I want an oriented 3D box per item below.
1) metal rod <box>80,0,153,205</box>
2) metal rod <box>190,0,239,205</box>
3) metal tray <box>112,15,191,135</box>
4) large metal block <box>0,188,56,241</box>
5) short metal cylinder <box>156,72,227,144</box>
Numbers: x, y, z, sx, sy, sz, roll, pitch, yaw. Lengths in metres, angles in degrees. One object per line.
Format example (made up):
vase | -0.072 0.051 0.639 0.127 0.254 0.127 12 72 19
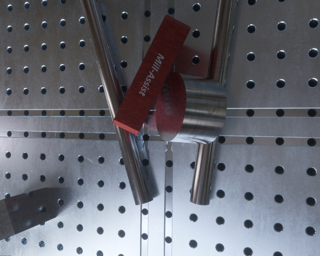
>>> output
metal rod | -0.062 -0.042 0.434 0.025 0.025 0.299 -18 84 19
metal rod | 0.070 -0.053 0.387 0.025 0.025 0.298 9 93 20
metal tray | -0.012 -0.059 0.371 0.030 0.090 0.129 26 92 -5
large metal block | -0.221 0.133 0.461 0.080 0.080 0.050 -24 82 18
short metal cylinder | 0.034 -0.022 0.365 0.050 0.080 0.079 5 93 -24
